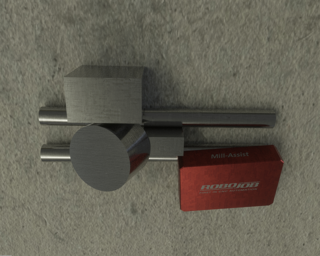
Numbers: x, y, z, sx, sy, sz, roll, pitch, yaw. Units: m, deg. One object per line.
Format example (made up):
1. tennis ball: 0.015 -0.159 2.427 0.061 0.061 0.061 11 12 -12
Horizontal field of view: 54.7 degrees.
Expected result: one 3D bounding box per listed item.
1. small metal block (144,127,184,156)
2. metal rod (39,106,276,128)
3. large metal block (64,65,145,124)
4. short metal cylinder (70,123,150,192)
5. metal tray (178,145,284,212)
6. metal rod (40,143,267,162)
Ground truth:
1. small metal block: 0.004 0.014 0.402 0.050 0.050 0.025 1 110 -1
2. metal rod: -0.002 -0.014 0.406 0.302 0.025 0.025 1 110 -1
3. large metal block: -0.060 -0.042 0.366 0.081 0.080 0.050 1 110 -1
4. short metal cylinder: -0.059 0.028 0.369 0.080 0.050 0.079 8 110 22
5. metal tray: 0.091 0.070 0.420 0.131 0.030 0.089 -4 128 -1
6. metal rod: -0.007 0.034 0.424 0.302 0.025 0.025 0 110 -1
